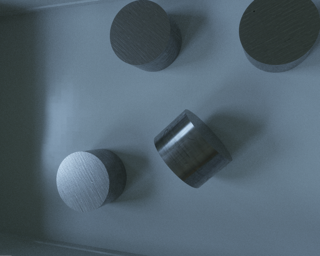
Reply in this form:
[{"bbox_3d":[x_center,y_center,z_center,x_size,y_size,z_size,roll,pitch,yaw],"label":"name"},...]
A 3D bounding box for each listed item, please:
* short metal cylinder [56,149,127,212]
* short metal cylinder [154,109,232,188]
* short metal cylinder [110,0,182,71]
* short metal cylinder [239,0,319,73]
[{"bbox_3d":[-0.094,0.070,0.429,0.080,0.050,0.079,0,90,19],"label":"short metal cylinder"},{"bbox_3d":[0.039,0.024,0.367,0.050,0.080,0.080,-43,77,15],"label":"short metal cylinder"},{"bbox_3d":[-0.017,-0.117,0.402,0.080,0.050,0.079,0,90,19],"label":"short metal cylinder"},{"bbox_3d":[0.133,-0.106,0.350,0.080,0.050,0.079,0,90,19],"label":"short metal cylinder"}]
